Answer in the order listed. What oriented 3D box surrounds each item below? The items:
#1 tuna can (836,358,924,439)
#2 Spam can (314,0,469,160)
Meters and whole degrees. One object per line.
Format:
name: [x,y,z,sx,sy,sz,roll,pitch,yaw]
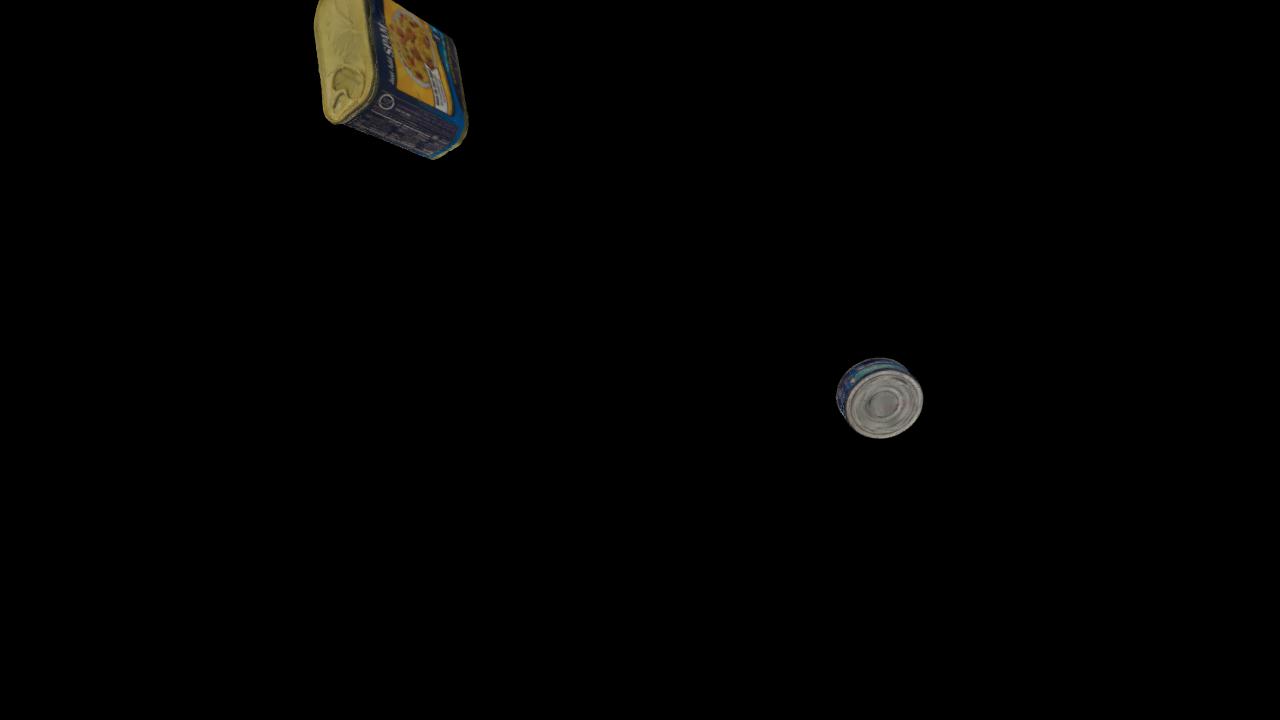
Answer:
tuna can: [0.256,0.042,0.659,0.084,0.084,0.034,0,21,2]
Spam can: [-0.179,-0.208,0.449,0.058,0.101,0.085,-18,-13,30]
